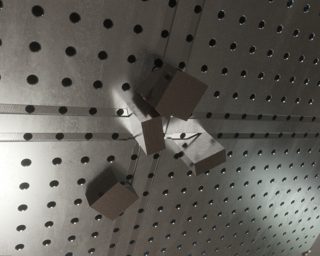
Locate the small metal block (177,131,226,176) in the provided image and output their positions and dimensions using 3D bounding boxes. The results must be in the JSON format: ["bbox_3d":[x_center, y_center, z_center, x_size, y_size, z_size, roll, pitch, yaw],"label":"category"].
[{"bbox_3d":[0.061,0.037,0.453,0.050,0.050,0.025,-24,127,-14],"label":"small metal block"}]

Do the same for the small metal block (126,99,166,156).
[{"bbox_3d":[-0.018,-0.002,0.385,0.025,0.050,0.050,-20,127,-16],"label":"small metal block"}]

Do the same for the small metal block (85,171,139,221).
[{"bbox_3d":[-0.067,0.096,0.436,0.050,0.025,0.050,-41,130,0],"label":"small metal block"}]

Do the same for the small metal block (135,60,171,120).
[{"bbox_3d":[0.006,-0.047,0.387,0.050,0.025,0.050,-47,130,4],"label":"small metal block"}]

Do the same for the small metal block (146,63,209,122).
[{"bbox_3d":[0.021,-0.041,0.366,0.050,0.025,0.050,20,107,-36],"label":"small metal block"}]
